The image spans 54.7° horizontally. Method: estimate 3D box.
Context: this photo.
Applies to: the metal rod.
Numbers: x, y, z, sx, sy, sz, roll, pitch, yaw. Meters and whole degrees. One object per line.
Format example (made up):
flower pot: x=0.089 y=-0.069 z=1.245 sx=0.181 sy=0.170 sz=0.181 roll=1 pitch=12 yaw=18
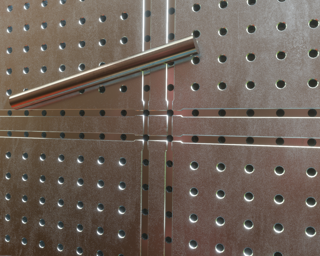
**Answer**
metal rod: x=-0.092 y=-0.074 z=0.445 sx=0.301 sy=0.025 sz=0.025 roll=-14 pitch=86 yaw=19
